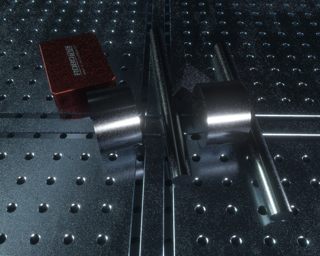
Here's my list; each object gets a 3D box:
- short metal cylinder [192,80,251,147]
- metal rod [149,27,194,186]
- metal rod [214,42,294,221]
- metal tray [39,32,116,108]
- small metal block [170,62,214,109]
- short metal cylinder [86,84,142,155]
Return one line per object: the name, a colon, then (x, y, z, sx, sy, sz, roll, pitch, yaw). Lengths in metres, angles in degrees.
short metal cylinder: (0.074, -0.018, 0.388, 0.050, 0.080, 0.080, -6, 51, -6)
metal rod: (0.010, -0.054, 0.452, 0.025, 0.025, 0.300, -5, 50, -4)
metal rod: (0.116, -0.020, 0.426, 0.025, 0.025, 0.300, -4, 50, -4)
metal tray: (-0.129, -0.094, 0.482, 0.091, 0.030, 0.130, -17, 52, -14)
small metal block: (0.047, -0.058, 0.442, 0.050, 0.025, 0.050, 31, 48, -19)
short metal cylinder: (-0.057, -0.011, 0.380, 0.050, 0.080, 0.080, -13, 52, -11)
